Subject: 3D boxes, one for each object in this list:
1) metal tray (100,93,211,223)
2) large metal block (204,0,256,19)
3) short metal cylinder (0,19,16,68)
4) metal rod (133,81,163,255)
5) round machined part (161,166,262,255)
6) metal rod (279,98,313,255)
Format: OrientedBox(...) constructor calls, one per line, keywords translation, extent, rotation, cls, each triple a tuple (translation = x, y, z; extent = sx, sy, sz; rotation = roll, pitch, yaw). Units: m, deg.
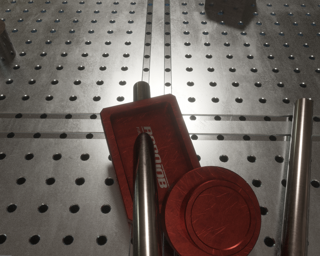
OrientedBox(translation=(-0.008, 0.031, 0.351), extent=(0.091, 0.030, 0.130), rotation=(-14, 71, -12), cls="metal tray")
OrientedBox(translation=(0.146, -0.271, 0.621), extent=(0.080, 0.050, 0.080), rotation=(25, 54, 19), cls="large metal block")
OrientedBox(translation=(-0.284, -0.137, 0.503), extent=(0.081, 0.050, 0.080), rotation=(0, 50, 0), cls="short metal cylinder")
OrientedBox(translation=(-0.017, 0.038, 0.343), extent=(0.025, 0.025, 0.300), rotation=(-3, 40, -3), cls="metal rod")
OrientedBox(translation=(0.053, 0.085, 0.300), extent=(0.099, 0.042, 0.098), rotation=(2, 76, -9), cls="round machined part")
OrientedBox(translation=(0.153, 0.075, 0.346), extent=(0.025, 0.025, 0.301), rotation=(15, 51, 12), cls="metal rod")
